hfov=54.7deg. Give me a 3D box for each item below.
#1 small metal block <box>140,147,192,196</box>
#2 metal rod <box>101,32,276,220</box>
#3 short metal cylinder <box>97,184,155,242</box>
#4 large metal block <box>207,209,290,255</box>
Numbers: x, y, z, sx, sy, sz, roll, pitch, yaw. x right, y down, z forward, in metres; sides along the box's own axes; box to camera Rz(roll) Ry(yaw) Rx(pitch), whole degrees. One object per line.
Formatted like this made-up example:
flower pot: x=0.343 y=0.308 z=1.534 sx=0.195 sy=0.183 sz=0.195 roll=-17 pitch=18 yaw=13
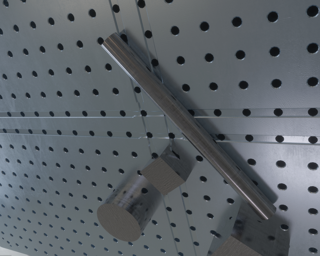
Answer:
small metal block: x=0.008 y=0.063 z=0.446 sx=0.050 sy=0.025 sz=0.050 roll=45 pitch=129 yaw=-4
metal rod: x=0.040 y=0.002 z=0.391 sx=0.300 sy=0.025 sz=0.025 roll=47 pitch=129 yaw=-5
short metal cylinder: x=-0.056 y=0.139 z=0.511 sx=0.080 sy=0.050 sz=0.079 roll=13 pitch=124 yaw=21
large metal block: x=0.122 y=0.176 z=0.440 sx=0.080 sy=0.050 sz=0.079 roll=32 pitch=129 yaw=7
